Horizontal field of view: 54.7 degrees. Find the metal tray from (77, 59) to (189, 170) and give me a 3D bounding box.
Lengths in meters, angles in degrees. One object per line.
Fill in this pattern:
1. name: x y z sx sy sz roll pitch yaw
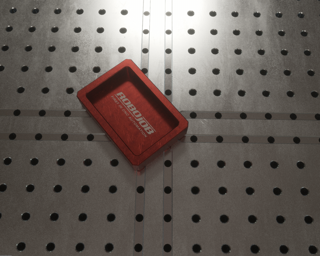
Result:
1. metal tray: -0.037 -0.020 0.415 0.090 0.030 0.130 -38 75 -13
